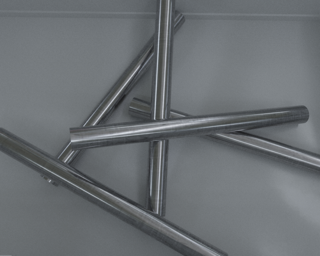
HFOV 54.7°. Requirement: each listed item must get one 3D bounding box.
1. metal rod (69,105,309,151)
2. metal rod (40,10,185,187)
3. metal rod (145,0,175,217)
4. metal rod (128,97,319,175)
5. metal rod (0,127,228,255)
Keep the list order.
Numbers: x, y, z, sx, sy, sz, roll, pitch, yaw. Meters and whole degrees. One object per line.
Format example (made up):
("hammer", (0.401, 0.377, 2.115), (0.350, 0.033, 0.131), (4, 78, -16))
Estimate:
("metal rod", (0.049, -0.003, 0.374), (0.302, 0.025, 0.025), (-6, 70, -17))
("metal rod", (-0.055, -0.051, 0.427), (0.025, 0.025, 0.300), (32, 73, 11))
("metal rod", (0.002, -0.043, 0.393), (0.025, 0.025, 0.298), (3, 82, 1))
("metal rod", (0.105, 0.015, 0.404), (0.301, 0.025, 0.025), (18, 71, 6))
("metal rod", (-0.064, 0.079, 0.355), (0.301, 0.025, 0.025), (28, 72, 7))
